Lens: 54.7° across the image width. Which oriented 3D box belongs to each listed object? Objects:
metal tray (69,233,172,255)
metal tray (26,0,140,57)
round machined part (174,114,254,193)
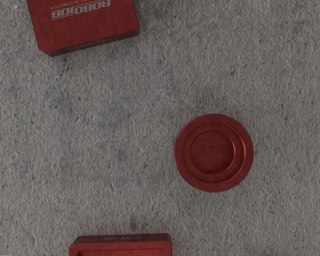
[{"bbox_3d":[-0.049,0.190,0.407,0.131,0.030,0.089,-2,90,0],"label":"metal tray"},{"bbox_3d":[-0.100,-0.154,0.406,0.131,0.030,0.090,-14,90,0],"label":"metal tray"},{"bbox_3d":[0.067,0.031,0.402,0.099,0.042,0.097,0,90,0],"label":"round machined part"}]
